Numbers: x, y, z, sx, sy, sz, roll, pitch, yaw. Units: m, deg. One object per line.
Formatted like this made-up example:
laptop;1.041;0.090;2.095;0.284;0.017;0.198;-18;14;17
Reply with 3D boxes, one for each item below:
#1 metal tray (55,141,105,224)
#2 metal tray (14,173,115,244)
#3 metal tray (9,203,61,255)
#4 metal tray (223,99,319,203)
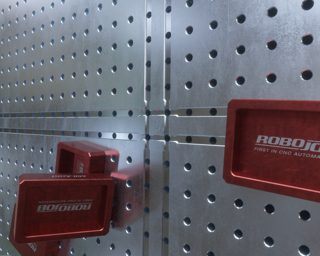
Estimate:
metal tray;-0.139;0.094;0.517;0.090;0.030;0.129;13;98;39
metal tray;-0.136;0.113;0.450;0.030;0.131;0.089;20;104;61
metal tray;-0.247;0.211;0.606;0.130;0.030;0.089;24;105;37
metal tray;0.128;0.019;0.299;0.130;0.030;0.089;6;94;39
